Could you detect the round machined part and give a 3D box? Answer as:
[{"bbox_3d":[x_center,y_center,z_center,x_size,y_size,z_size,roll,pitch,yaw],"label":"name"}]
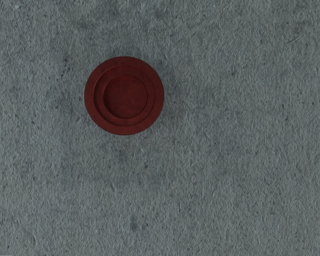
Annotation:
[{"bbox_3d":[-0.044,-0.040,0.401,0.099,0.042,0.097,0,90,0],"label":"round machined part"}]
